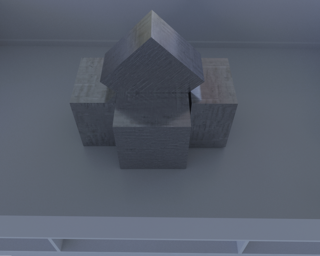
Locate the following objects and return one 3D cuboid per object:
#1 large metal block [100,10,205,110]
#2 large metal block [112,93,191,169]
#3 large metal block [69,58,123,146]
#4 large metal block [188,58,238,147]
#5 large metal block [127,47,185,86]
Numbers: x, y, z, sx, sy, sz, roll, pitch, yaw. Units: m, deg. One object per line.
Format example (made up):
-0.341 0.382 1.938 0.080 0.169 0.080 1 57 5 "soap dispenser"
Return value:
-0.008 -0.069 0.352 0.080 0.080 0.050 33 40 -33 "large metal block"
-0.008 0.005 0.363 0.081 0.080 0.050 0 50 0 "large metal block"
-0.074 -0.033 0.395 0.050 0.080 0.080 0 50 0 "large metal block"
0.059 -0.032 0.392 0.050 0.080 0.080 0 50 0 "large metal block"
-0.008 -0.072 0.428 0.081 0.080 0.050 0 50 0 "large metal block"
